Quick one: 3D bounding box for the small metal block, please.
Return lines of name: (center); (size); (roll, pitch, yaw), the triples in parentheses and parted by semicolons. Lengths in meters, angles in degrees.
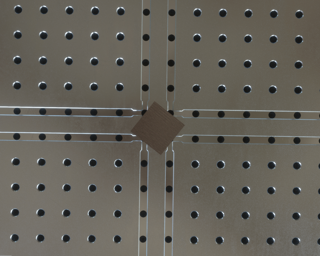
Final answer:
small metal block: (-0.003, 0.000, 0.413); (0.050, 0.025, 0.050); (38, 90, -1)
